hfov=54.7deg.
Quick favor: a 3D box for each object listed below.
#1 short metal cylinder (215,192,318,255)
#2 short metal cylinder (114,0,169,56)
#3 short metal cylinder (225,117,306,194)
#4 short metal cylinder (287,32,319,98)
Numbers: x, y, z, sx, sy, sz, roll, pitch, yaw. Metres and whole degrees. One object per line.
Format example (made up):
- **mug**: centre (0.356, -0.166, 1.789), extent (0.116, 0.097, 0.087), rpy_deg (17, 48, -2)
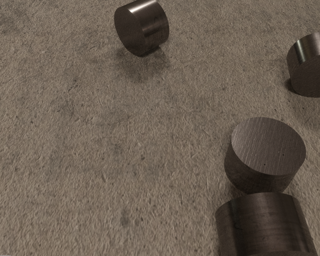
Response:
- **short metal cylinder**: centre (0.094, 0.101, 0.284), extent (0.081, 0.080, 0.050), rpy_deg (-1, 50, -2)
- **short metal cylinder**: centre (-0.030, -0.166, 0.507), extent (0.050, 0.080, 0.080), rpy_deg (-34, 58, -26)
- **short metal cylinder**: centre (0.119, 0.033, 0.361), extent (0.081, 0.050, 0.080), rpy_deg (0, 50, 0)
- **short metal cylinder**: centre (0.229, -0.090, 0.446), extent (0.080, 0.080, 0.050), rpy_deg (6, 50, 4)
